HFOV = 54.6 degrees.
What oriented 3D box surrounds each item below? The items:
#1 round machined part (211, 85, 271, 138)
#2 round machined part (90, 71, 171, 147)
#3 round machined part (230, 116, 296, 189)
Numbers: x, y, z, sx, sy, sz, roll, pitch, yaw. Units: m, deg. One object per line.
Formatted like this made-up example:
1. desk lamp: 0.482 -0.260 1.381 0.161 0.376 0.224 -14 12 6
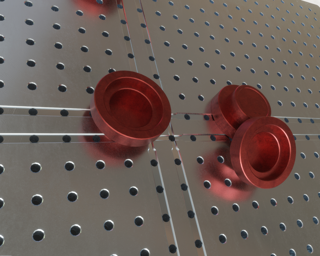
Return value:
1. round machined part: 0.134 -0.028 0.486 0.099 0.042 0.098 13 56 -21
2. round machined part: -0.039 -0.020 0.388 0.099 0.042 0.098 13 56 -21
3. round machined part: 0.138 0.033 0.434 0.099 0.042 0.097 0 91 -24
